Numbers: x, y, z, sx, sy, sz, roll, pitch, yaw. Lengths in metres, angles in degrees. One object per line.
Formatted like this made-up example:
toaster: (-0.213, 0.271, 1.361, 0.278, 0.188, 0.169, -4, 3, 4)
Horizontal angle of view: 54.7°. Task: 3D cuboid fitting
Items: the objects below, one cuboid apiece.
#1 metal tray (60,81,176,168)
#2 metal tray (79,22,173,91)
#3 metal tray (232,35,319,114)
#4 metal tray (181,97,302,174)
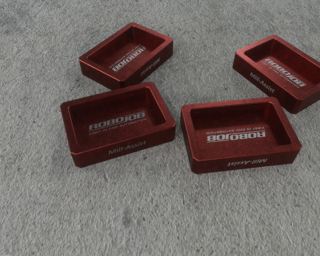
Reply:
metal tray: (-0.056, -0.008, 0.406, 0.131, 0.030, 0.090, -16, 52, -13)
metal tray: (-0.051, -0.115, 0.495, 0.090, 0.030, 0.131, 29, 56, 22)
metal tray: (0.188, -0.087, 0.473, 0.091, 0.030, 0.130, -27, 55, -21)
metal tray: (0.098, 0.007, 0.394, 0.131, 0.030, 0.090, -6, 50, -5)
